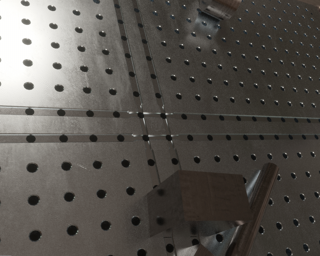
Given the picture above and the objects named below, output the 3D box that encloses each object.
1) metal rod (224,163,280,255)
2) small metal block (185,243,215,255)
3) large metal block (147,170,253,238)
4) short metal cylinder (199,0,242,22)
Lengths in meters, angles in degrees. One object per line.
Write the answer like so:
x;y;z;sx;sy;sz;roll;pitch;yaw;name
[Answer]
0.092;0.133;0.351;0.025;0.025;0.302;44;42;2;metal rod
0.045;0.164;0.334;0.050;0.025;0.050;42;51;0;small metal block
0.040;0.087;0.343;0.081;0.080;0.050;8;58;-25;large metal block
0.118;-0.252;0.593;0.050;0.080;0.080;19;54;-18;short metal cylinder
